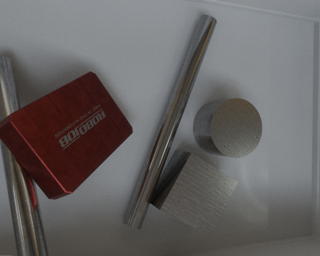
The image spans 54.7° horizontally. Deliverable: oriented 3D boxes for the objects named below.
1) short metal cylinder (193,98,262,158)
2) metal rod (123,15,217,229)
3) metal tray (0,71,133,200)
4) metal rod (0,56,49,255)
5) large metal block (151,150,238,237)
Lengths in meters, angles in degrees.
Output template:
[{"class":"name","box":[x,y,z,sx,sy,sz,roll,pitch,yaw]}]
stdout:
[{"class":"short metal cylinder","box":[0.094,0.000,0.433,0.081,0.050,0.079,0,90,-21]},{"class":"metal rod","box":[0.016,-0.014,0.417,0.025,0.025,0.299,23,82,-19]},{"class":"metal tray","box":[-0.093,0.002,0.335,0.090,0.030,0.131,57,36,-12]},{"class":"metal rod","box":[-0.132,0.060,0.296,0.025,0.025,0.299,-12,69,-20]},{"class":"large metal block","box":[0.043,0.085,0.415,0.080,0.050,0.080,33,79,-18]}]
